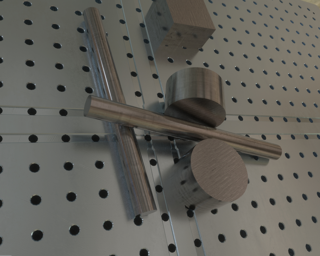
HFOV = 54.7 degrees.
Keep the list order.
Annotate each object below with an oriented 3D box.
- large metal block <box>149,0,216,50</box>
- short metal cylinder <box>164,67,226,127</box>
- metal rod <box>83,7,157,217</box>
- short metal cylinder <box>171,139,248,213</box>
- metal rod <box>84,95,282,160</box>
[{"bbox_3d":[0.036,-0.184,0.524,0.081,0.050,0.080,-1,63,-29],"label":"large metal block"},{"bbox_3d":[0.047,-0.036,0.420,0.081,0.080,0.050,16,55,-19],"label":"short metal cylinder"},{"bbox_3d":[-0.058,-0.037,0.399,0.025,0.025,0.299,-4,64,-30],"label":"metal rod"},{"bbox_3d":[0.062,0.060,0.389,0.081,0.050,0.080,14,56,-21],"label":"short metal cylinder"},{"bbox_3d":[0.050,0.007,0.410,0.302,0.025,0.025,14,56,-28],"label":"metal rod"}]
